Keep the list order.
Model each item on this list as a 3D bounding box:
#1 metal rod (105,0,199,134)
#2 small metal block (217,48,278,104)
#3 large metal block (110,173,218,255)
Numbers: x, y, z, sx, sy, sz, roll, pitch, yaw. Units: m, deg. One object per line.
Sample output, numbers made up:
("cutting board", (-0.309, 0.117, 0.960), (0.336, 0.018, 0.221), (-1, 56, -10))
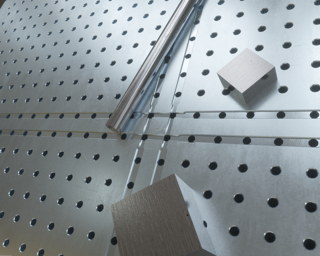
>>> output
("metal rod", (0.002, -0.124, 0.483), (0.025, 0.025, 0.300), (17, 70, 35))
("small metal block", (0.109, -0.066, 0.392), (0.050, 0.025, 0.050), (-40, 51, 1))
("large metal block", (0.002, 0.107, 0.325), (0.080, 0.050, 0.080), (-28, 52, 10))
